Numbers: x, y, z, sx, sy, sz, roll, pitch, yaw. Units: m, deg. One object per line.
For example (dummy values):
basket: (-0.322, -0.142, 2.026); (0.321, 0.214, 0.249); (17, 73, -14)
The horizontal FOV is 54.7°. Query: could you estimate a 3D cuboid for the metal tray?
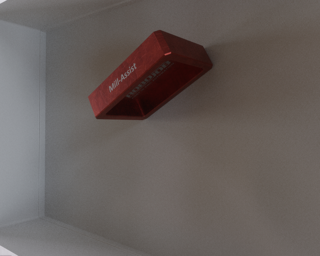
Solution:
metal tray: (-0.013, -0.055, 0.372); (0.130, 0.091, 0.030); (-36, 68, 34)
